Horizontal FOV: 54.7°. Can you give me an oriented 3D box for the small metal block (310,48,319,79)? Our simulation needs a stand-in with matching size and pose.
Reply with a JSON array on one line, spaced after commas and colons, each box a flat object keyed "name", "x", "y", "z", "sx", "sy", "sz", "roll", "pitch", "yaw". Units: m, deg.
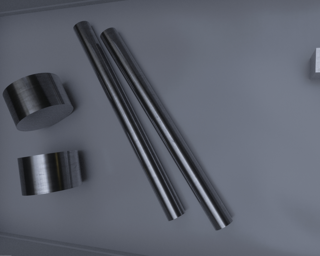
[{"name": "small metal block", "x": 0.191, "y": -0.068, "z": 0.330, "sx": 0.050, "sy": 0.050, "sz": 0.025, "roll": 2, "pitch": 91, "yaw": 19}]

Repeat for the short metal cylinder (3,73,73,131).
[{"name": "short metal cylinder", "x": -0.172, "y": -0.036, "z": 0.440, "sx": 0.080, "sy": 0.080, "sz": 0.050, "roll": -30, "pitch": 81, "yaw": 17}]

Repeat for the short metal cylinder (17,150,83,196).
[{"name": "short metal cylinder", "x": -0.153, "y": 0.061, "z": 0.434, "sx": 0.080, "sy": 0.080, "sz": 0.050, "roll": -9, "pitch": 87, "yaw": 19}]

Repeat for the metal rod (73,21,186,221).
[{"name": "metal rod", "x": -0.046, "y": -0.016, "z": 0.425, "sx": 0.025, "sy": 0.025, "sz": 0.299, "roll": -30, "pitch": 81, "yaw": 17}]

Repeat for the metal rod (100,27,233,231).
[{"name": "metal rod", "x": 0.003, "y": -0.006, "z": 0.408, "sx": 0.025, "sy": 0.025, "sz": 0.299, "roll": -34, "pitch": 79, "yaw": 16}]
